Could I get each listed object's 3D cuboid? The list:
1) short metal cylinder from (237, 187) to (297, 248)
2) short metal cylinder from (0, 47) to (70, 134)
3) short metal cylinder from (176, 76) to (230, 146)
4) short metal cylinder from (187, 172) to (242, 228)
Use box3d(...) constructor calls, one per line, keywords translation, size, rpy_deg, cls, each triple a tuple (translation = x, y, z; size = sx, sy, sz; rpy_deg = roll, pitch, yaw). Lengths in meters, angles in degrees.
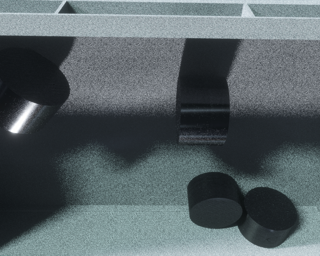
box3d(translation=(0.169, 0.142, 0.495), size=(0.081, 0.080, 0.050), rpy_deg=(3, 130, -3), cls="short metal cylinder")
box3d(translation=(-0.147, -0.040, 0.337), size=(0.080, 0.080, 0.050), rpy_deg=(33, 123, -25), cls="short metal cylinder")
box3d(translation=(0.046, -0.019, 0.357), size=(0.050, 0.080, 0.079), rpy_deg=(1, 130, -1), cls="short metal cylinder")
box3d(translation=(0.085, 0.115, 0.491), size=(0.081, 0.050, 0.079), rpy_deg=(0, 130, 0), cls="short metal cylinder")
